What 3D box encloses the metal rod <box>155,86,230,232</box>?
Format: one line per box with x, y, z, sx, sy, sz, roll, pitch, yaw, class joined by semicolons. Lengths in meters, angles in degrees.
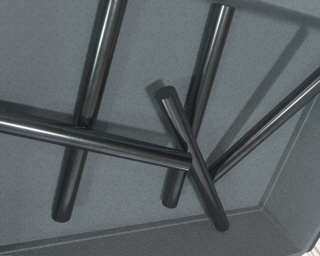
0.057;0.064;0.445;0.025;0.025;0.299;-32;129;-7;metal rod

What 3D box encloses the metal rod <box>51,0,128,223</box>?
-0.084;-0.014;0.353;0.025;0.025;0.298;6;116;-31;metal rod

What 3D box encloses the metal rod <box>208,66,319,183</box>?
0.156;-0.007;0.436;0.025;0.025;0.299;20;124;-36;metal rod

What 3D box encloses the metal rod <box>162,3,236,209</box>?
0.046;-0.012;0.425;0.025;0.025;0.298;-2;119;-28;metal rod

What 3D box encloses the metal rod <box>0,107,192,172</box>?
-0.098;0.007;0.329;0.302;0.025;0.025;15;111;-25;metal rod
